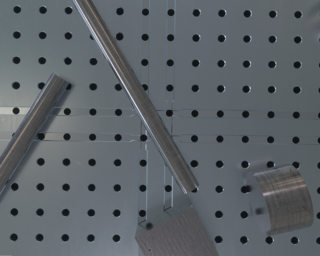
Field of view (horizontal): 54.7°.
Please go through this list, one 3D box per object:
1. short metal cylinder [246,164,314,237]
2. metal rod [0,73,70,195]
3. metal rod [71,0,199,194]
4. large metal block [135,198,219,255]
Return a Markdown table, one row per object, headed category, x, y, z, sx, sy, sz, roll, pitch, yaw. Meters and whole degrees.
| category | x | y | z | sx | sy | sz | roll | pitch | yaw |
| --- | --- | --- | --- | --- | --- | --- | --- | --- | --- |
| short metal cylinder | 0.146 | 0.089 | 0.387 | 0.050 | 0.080 | 0.080 | -13 | 90 | 0 |
| metal rod | -0.210 | 0.061 | 0.411 | 0.025 | 0.025 | 0.299 | 32 | 90 | 0 |
| metal rod | -0.033 | -0.048 | 0.413 | 0.025 | 0.025 | 0.299 | -30 | 90 | 0 |
| large metal block | 0.023 | 0.150 | 0.401 | 0.080 | 0.050 | 0.080 | -28 | 90 | 0 |
